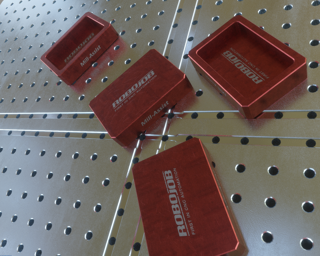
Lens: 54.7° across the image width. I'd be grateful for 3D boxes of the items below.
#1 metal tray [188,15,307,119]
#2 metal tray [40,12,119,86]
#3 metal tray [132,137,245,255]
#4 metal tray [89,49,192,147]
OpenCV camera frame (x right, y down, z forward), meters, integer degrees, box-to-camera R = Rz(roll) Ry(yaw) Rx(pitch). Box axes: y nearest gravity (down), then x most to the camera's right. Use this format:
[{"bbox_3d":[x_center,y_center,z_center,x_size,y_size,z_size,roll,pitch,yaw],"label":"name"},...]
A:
[{"bbox_3d":[0.107,-0.083,0.398,0.090,0.030,0.130,-38,51,2],"label":"metal tray"},{"bbox_3d":[-0.150,-0.149,0.572,0.130,0.030,0.090,-47,52,-5],"label":"metal tray"},{"bbox_3d":[0.025,0.084,0.340,0.090,0.030,0.130,-25,53,12],"label":"metal tray"},{"bbox_3d":[-0.030,-0.046,0.448,0.130,0.030,0.090,-41,51,-1],"label":"metal tray"}]
